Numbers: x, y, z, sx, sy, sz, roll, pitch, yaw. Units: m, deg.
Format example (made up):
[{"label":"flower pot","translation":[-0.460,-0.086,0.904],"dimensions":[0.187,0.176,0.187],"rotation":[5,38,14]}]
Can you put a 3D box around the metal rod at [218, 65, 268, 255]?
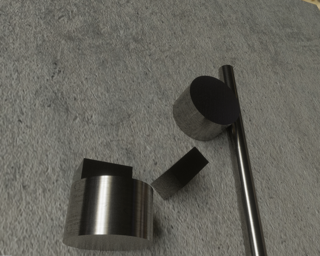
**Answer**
[{"label":"metal rod","translation":[0.115,0.029,0.449],"dimensions":[0.025,0.025,0.299],"rotation":[13,56,-22]}]

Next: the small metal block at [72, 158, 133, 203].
[{"label":"small metal block","translation":[-0.061,0.057,0.321],"dimensions":[0.050,0.050,0.025],"rotation":[14,56,-21]}]

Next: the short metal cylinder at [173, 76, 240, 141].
[{"label":"short metal cylinder","translation":[0.065,-0.027,0.442],"dimensions":[0.081,0.050,0.080],"rotation":[14,56,-21]}]

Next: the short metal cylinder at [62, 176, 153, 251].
[{"label":"short metal cylinder","translation":[-0.047,0.084,0.293],"dimensions":[0.081,0.080,0.050],"rotation":[13,57,-22]}]

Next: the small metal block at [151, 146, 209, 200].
[{"label":"small metal block","translation":[0.023,0.054,0.369],"dimensions":[0.025,0.050,0.050],"rotation":[49,51,6]}]
